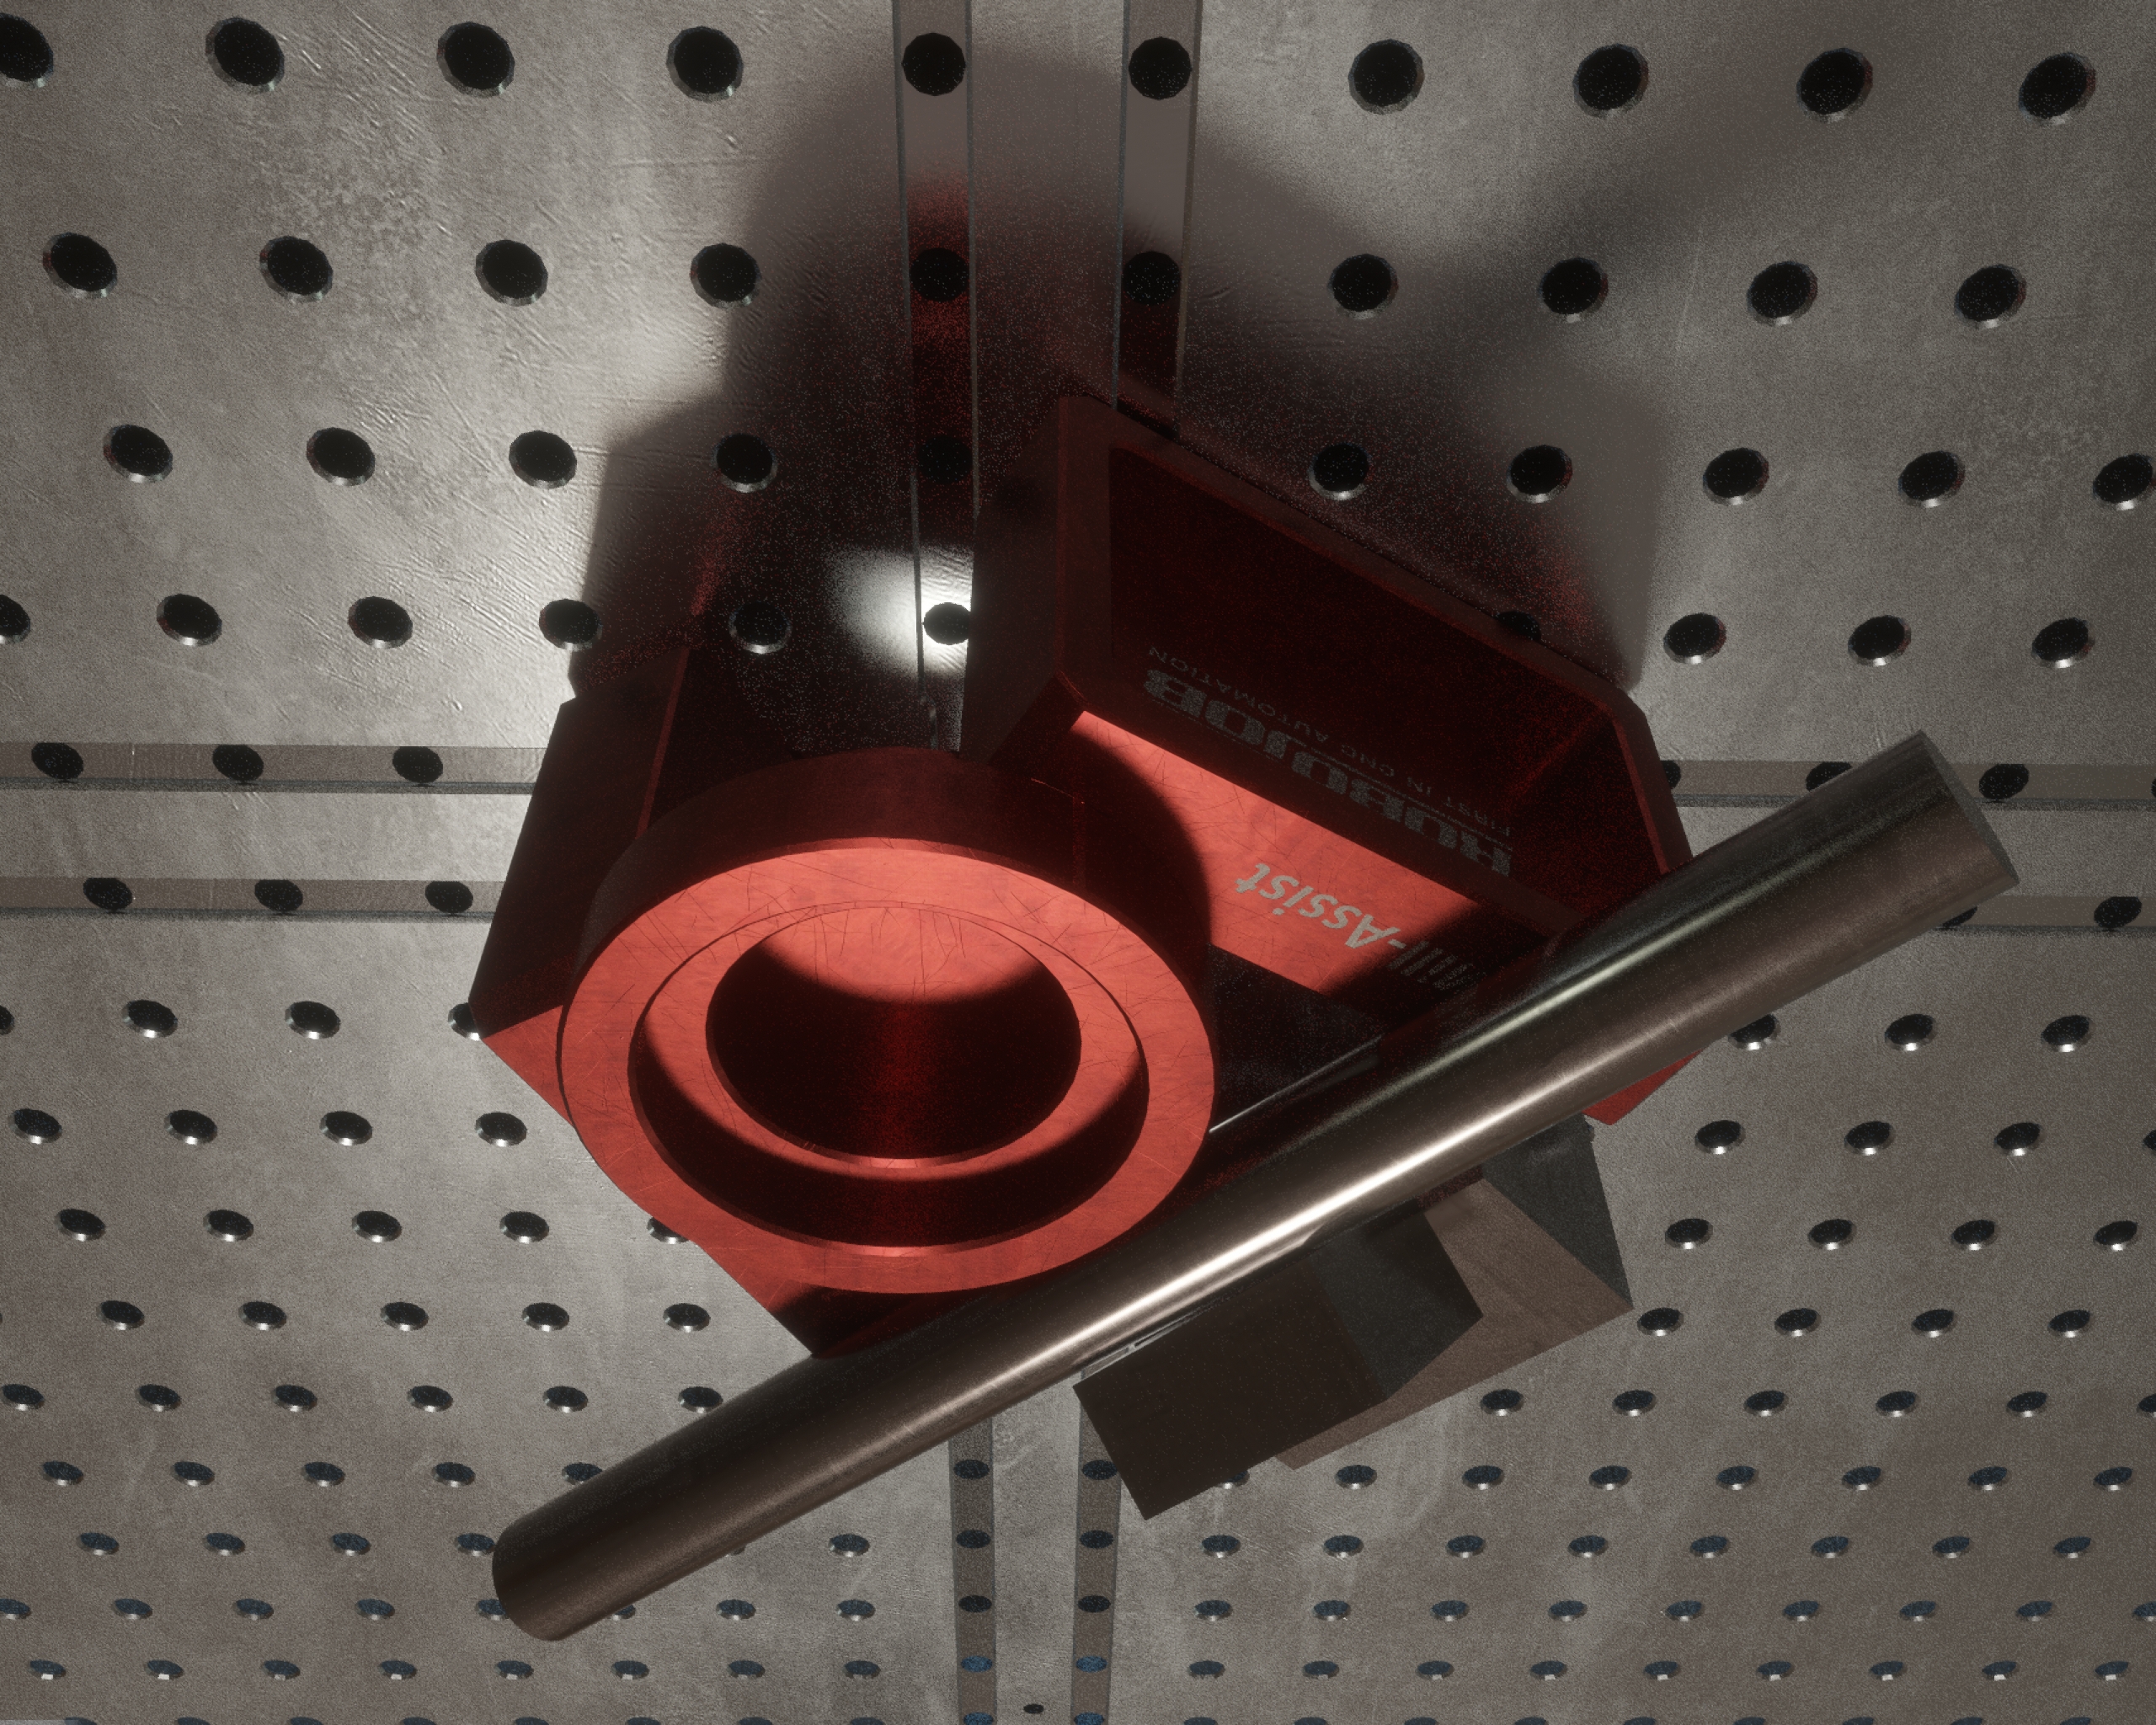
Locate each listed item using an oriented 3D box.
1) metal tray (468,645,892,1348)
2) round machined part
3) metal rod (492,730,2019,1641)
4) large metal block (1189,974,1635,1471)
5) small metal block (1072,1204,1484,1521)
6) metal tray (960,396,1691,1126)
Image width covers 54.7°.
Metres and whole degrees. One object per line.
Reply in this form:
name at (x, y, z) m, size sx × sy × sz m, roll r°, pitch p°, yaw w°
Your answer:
metal tray at (-0.054, 0.034, 0.396) m, size 0.030 × 0.090 × 0.130 m, roll -23°, pitch 127°, yaw 18°
round machined part at (-0.028, 0.021, 0.327) m, size 0.099 × 0.042 × 0.097 m, roll -1°, pitch 130°, yaw 0°
metal rod at (0.009, 0.067, 0.350) m, size 0.299 × 0.025 × 0.025 m, roll -33°, pitch 123°, yaw 24°
large metal block at (0.058, 0.064, 0.427) m, size 0.080 × 0.080 × 0.050 m, roll -34°, pitch 123°, yaw 25°
small metal block at (0.035, 0.084, 0.360) m, size 0.050 × 0.050 × 0.025 m, roll -35°, pitch 78°, yaw 25°
metal tray at (0.045, -0.018, 0.353) m, size 0.131 × 0.090 × 0.030 m, roll 25°, pitch 127°, yaw -20°
